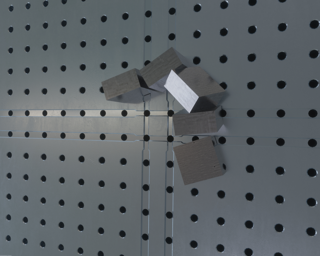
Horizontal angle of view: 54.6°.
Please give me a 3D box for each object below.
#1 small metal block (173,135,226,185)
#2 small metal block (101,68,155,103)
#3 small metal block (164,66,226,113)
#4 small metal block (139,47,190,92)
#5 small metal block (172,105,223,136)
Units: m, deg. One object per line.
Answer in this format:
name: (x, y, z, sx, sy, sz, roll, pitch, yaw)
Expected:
small metal block: (0.051, 0.041, 0.395, 0.050, 0.025, 0.050, -19, 84, 19)
small metal block: (-0.041, -0.055, 0.414, 0.050, 0.050, 0.025, -19, 84, 19)
small metal block: (0.042, -0.048, 0.377, 0.050, 0.050, 0.025, 50, 134, 25)
small metal block: (0.009, -0.073, 0.396, 0.050, 0.050, 0.025, -33, 78, 17)
small metal block: (0.048, -0.010, 0.381, 0.050, 0.050, 0.025, -5, 99, 20)
